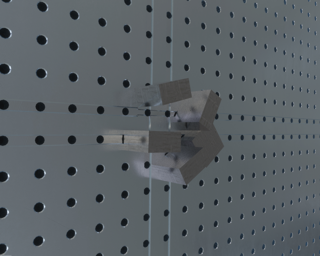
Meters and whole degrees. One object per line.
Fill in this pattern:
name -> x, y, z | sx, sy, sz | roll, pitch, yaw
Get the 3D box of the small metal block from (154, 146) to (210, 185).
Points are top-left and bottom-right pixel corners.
small metal block -> 0.029, 0.048, 0.416 | 0.050, 0.050, 0.025 | -36, 113, -34

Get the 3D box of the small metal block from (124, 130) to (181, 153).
small metal block -> -0.010, 0.016, 0.384 | 0.050, 0.050, 0.025 | 3, 89, -40

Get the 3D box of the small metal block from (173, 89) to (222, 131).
small metal block -> 0.052, -0.024, 0.435 | 0.025, 0.050, 0.050 | 35, 69, -35

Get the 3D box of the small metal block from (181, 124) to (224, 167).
small metal block -> 0.063, 0.023, 0.461 | 0.050, 0.025, 0.050 | -44, 116, -31

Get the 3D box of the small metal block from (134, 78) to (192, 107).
small metal block -> 0.004, -0.045, 0.395 | 0.050, 0.050, 0.025 | -18, 102, -38
